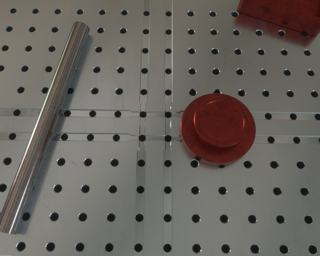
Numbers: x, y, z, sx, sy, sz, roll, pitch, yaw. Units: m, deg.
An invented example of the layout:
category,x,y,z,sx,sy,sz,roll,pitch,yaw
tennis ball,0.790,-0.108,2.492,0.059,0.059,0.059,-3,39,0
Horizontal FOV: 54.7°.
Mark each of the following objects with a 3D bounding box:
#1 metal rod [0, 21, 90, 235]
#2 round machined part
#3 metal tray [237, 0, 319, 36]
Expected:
category,x,y,z,sx,sy,sz,roll,pitch,yaw
metal rod,-0.150,-0.014,0.415,0.025,0.025,0.299,12,70,4
round machined part,0.076,-0.002,0.404,0.099,0.042,0.098,0,70,-1
metal tray,0.199,-0.207,0.487,0.131,0.030,0.090,21,71,7
